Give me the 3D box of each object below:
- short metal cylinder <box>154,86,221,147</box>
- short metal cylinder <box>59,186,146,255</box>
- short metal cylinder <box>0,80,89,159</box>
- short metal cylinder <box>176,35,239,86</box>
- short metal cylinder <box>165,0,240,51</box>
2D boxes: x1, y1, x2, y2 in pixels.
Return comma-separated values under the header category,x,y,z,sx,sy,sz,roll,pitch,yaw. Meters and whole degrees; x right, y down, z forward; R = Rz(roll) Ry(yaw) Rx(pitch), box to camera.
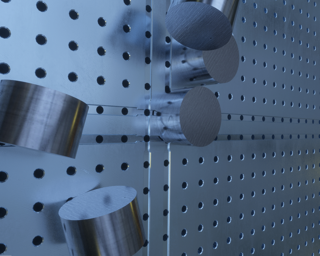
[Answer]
category,x,y,z,sx,sy,sz,roll,pitch,yaw
short metal cylinder,0.039,-0.015,0.425,0.081,0.050,0.079,0,90,-40
short metal cylinder,-0.059,0.100,0.324,0.081,0.080,0.050,-19,102,-39
short metal cylinder,-0.111,-0.005,0.280,0.080,0.080,0.050,20,77,-38
short metal cylinder,0.070,-0.103,0.451,0.081,0.050,0.079,0,90,-40
short metal cylinder,0.052,-0.139,0.374,0.080,0.080,0.050,34,63,-35
